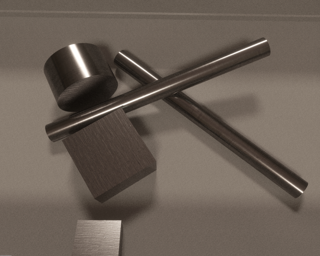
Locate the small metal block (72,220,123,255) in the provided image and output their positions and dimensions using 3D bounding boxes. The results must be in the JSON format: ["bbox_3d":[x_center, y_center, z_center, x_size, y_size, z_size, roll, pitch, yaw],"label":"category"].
[{"bbox_3d":[-0.070,0.134,0.353,0.050,0.025,0.050,1,54,-1],"label":"small metal block"}]

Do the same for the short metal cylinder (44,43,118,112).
[{"bbox_3d":[-0.102,-0.064,0.403,0.080,0.080,0.050,-25,72,-9],"label":"short metal cylinder"}]

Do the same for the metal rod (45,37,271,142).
[{"bbox_3d":[-0.004,-0.049,0.402,0.301,0.025,0.025,-22,72,1],"label":"metal rod"}]

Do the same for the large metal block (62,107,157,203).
[{"bbox_3d":[-0.060,0.035,0.383,0.080,0.050,0.080,-31,73,-11],"label":"large metal block"}]

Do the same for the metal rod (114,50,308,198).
[{"bbox_3d":[0.058,-0.012,0.414,0.300,0.025,0.025,37,74,12],"label":"metal rod"}]
